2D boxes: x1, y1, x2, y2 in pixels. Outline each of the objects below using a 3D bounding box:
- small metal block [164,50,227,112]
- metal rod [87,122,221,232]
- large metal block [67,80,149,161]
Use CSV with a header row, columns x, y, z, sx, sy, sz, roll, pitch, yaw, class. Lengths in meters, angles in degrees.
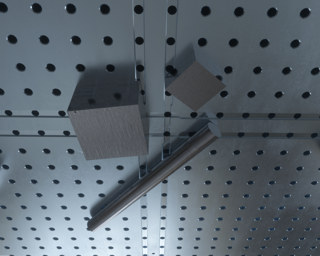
x,y,z,sx,sy,sz,roll,pitch,yaw,class
0.041,-0.054,0.366,0.050,0.025,0.050,34,122,-26,small metal block
-0.024,0.089,0.487,0.025,0.025,0.299,33,123,-25,metal rod
-0.059,-0.008,0.387,0.080,0.050,0.080,-5,130,4,large metal block
